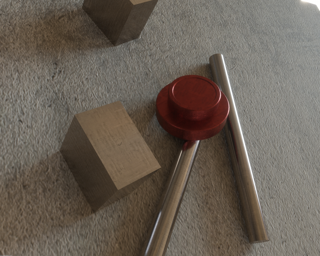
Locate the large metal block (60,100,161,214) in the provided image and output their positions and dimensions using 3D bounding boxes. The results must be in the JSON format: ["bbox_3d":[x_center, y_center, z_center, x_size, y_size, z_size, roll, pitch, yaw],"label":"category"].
[{"bbox_3d":[-0.055,0.031,0.321,0.050,0.080,0.080,-23,75,-37],"label":"large metal block"}]

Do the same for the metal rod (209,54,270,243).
[{"bbox_3d":[0.110,0.011,0.458,0.025,0.025,0.299,8,58,-24],"label":"metal rod"}]

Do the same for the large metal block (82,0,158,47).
[{"bbox_3d":[-0.059,-0.180,0.448,0.050,0.080,0.080,-34,81,-38],"label":"large metal block"}]

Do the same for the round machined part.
[{"bbox_3d":[0.044,-0.034,0.416,0.099,0.042,0.098,1,50,-1],"label":"round machined part"}]

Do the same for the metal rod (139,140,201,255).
[{"bbox_3d":[0.010,0.091,0.354,0.025,0.025,0.300,31,52,-9],"label":"metal rod"}]
